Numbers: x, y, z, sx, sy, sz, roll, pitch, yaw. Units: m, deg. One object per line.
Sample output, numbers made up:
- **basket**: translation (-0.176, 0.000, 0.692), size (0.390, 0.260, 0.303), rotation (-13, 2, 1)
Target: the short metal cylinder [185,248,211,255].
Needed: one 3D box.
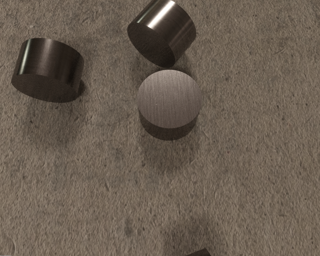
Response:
- **short metal cylinder**: translation (0.039, 0.172, 0.317), size (0.050, 0.080, 0.080), rotation (-19, 71, -7)

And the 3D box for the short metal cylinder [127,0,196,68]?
- **short metal cylinder**: translation (0.002, -0.129, 0.426), size (0.080, 0.080, 0.050), rotation (34, 74, 11)

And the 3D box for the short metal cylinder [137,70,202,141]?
- **short metal cylinder**: translation (0.012, -0.029, 0.406), size (0.081, 0.050, 0.080), rotation (0, 70, 0)

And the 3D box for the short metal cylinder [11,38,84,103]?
- **short metal cylinder**: translation (-0.144, -0.072, 0.404), size (0.080, 0.080, 0.050), rotation (5, 70, 1)
